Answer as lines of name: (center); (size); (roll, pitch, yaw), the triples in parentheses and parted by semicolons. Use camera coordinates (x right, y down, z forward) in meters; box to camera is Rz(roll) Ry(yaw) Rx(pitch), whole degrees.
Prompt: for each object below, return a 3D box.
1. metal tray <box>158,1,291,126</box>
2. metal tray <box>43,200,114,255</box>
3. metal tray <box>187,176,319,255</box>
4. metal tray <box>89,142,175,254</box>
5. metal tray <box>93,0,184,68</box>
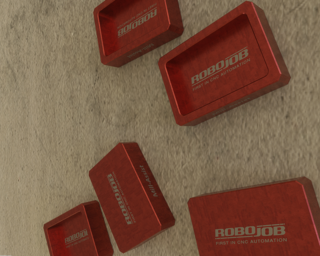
metal tray: (0.064, -0.065, 0.347); (0.130, 0.030, 0.090); (-26, 74, 36)
metal tray: (-0.139, 0.184, 0.513); (0.130, 0.030, 0.090); (-33, 70, 35)
metal tray: (0.097, 0.107, 0.320); (0.130, 0.030, 0.090); (-20, 77, 37)
metal tray: (-0.044, 0.096, 0.436); (0.090, 0.030, 0.130); (-42, 65, 31)
metal tray: (-0.035, -0.148, 0.427); (0.130, 0.030, 0.090); (-17, 79, 38)
